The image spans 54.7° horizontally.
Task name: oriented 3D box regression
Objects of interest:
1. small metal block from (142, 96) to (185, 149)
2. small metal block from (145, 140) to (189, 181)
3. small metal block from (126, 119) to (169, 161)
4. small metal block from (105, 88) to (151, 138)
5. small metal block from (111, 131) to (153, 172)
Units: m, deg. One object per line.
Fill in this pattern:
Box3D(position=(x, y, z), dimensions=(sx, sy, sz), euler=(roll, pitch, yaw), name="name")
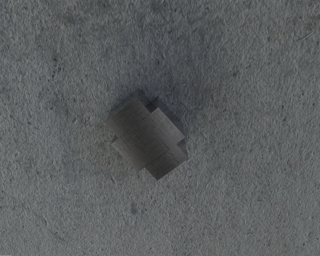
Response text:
Box3D(position=(0.005, -0.008, 0.394), dimensions=(0.025, 0.050, 0.050), euler=(-39, 106, 13), name="small metal block")
Box3D(position=(0.008, 0.035, 0.410), dimensions=(0.050, 0.050, 0.025), euler=(-37, 106, 12), name="small metal block")
Box3D(position=(-0.015, 0.007, 0.399), dimensions=(0.025, 0.050, 0.050), euler=(-38, 106, 12), name="small metal block")
Box3D(position=(-0.038, -0.020, 0.389), dimensions=(0.050, 0.050, 0.025), euler=(-37, 106, 12), name="small metal block")
Box3D(position=(-0.034, 0.022, 0.405), dimensions=(0.025, 0.050, 0.050), euler=(-38, 106, 12), name="small metal block")
